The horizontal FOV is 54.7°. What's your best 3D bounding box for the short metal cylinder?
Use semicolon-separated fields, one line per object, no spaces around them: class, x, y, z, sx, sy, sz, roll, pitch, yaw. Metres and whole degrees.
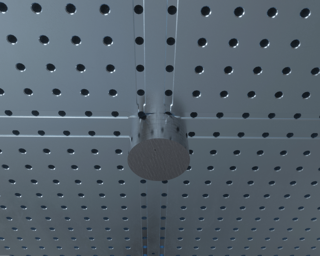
short metal cylinder;-0.002;0.026;0.418;0.081;0.050;0.079;0;130;0
